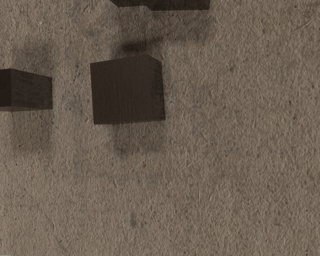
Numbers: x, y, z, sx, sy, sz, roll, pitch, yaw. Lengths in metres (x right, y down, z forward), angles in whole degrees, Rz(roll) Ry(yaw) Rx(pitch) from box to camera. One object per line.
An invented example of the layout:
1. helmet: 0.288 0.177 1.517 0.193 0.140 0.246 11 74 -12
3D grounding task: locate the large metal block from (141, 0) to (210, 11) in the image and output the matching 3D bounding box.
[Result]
1. large metal block: 0.021 -0.196 0.388 0.080 0.050 0.079 6 92 19

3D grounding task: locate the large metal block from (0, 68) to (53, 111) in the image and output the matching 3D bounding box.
1. large metal block: -0.218 -0.052 0.455 0.080 0.080 0.050 -2 90 19

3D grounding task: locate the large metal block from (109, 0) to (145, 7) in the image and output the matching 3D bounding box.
1. large metal block: -0.047 -0.210 0.395 0.050 0.080 0.079 4 92 20

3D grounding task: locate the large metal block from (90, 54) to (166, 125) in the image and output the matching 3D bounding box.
1. large metal block: -0.042 -0.047 0.409 0.080 0.050 0.080 -4 89 19
